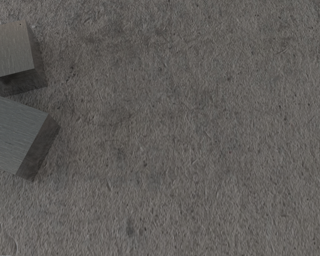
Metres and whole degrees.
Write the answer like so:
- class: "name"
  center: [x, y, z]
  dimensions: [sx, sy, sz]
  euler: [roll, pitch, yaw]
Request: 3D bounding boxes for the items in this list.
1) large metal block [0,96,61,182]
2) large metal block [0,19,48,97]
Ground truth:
- class: "large metal block"
  center: [-0.186, 0.013, 0.389]
  dimensions: [0.080, 0.050, 0.080]
  euler: [19, 71, 7]
- class: "large metal block"
  center: [-0.210, -0.093, 0.427]
  dimensions: [0.081, 0.050, 0.080]
  euler: [-16, 71, -6]
